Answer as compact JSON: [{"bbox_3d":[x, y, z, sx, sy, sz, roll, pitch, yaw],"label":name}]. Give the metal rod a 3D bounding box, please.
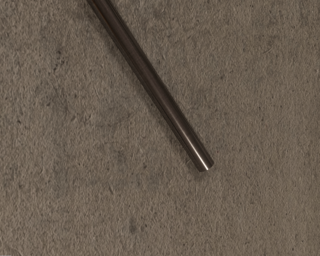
[{"bbox_3d":[-0.016,-0.068,0.403,0.025,0.025,0.299,-37,102,-16],"label":"metal rod"}]
